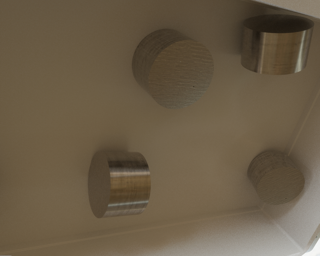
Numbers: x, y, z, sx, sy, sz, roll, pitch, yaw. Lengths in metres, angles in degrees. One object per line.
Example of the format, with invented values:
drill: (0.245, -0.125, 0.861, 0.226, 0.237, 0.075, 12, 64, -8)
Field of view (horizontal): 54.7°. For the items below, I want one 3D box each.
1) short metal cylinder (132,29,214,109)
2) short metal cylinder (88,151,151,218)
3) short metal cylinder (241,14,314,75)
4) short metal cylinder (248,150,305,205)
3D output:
short metal cylinder: (0.014, -0.068, 0.358, 0.081, 0.050, 0.079, -14, 124, -21)
short metal cylinder: (-0.053, 0.069, 0.387, 0.050, 0.080, 0.079, 4, 116, -30)
short metal cylinder: (0.143, -0.106, 0.386, 0.081, 0.080, 0.050, -18, 126, -18)
short metal cylinder: (0.200, 0.086, 0.538, 0.081, 0.050, 0.079, -2, 118, -4)
